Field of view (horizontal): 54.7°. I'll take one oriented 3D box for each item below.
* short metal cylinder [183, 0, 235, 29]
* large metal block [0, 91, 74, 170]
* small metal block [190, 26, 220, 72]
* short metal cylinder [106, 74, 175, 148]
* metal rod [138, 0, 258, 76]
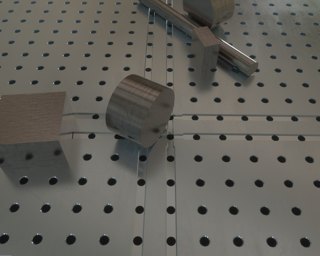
[{"bbox_3d":[0.087,-0.220,0.557,0.050,0.080,0.080,-31,57,-23],"label":"short metal cylinder"},{"bbox_3d":[-0.157,0.002,0.388,0.081,0.050,0.080,-4,50,-3],"label":"large metal block"},{"bbox_3d":[0.071,-0.127,0.498,0.025,0.050,0.050,-14,51,-11],"label":"small metal block"},{"bbox_3d":[-0.023,-0.021,0.390,0.050,0.080,0.080,25,54,19],"label":"short metal cylinder"},{"bbox_3d":[0.053,-0.183,0.561,0.025,0.025,0.300,-31,57,-23],"label":"metal rod"}]
